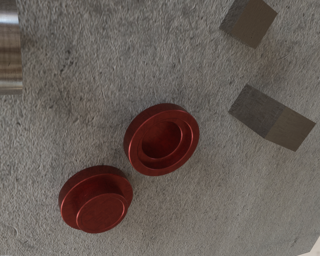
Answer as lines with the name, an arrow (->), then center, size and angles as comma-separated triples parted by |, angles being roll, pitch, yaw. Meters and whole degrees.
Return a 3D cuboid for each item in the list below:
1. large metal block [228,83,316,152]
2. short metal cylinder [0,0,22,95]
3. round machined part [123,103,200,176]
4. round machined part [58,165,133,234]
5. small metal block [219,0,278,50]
large metal block -> 0.162, -0.015, 0.453 | 0.080, 0.080, 0.050 | 19, 108, -36
short metal cylinder -> -0.143, -0.066, 0.252 | 0.050, 0.080, 0.079 | -5, 121, -26
round machined part -> -0.001, 0.011, 0.404 | 0.099, 0.042, 0.097 | -14, 125, -21
round machined part -> -0.082, 0.102, 0.415 | 0.099, 0.042, 0.097 | -14, 125, -21
small metal block -> 0.110, -0.134, 0.386 | 0.050, 0.025, 0.050 | 19, 108, -36
